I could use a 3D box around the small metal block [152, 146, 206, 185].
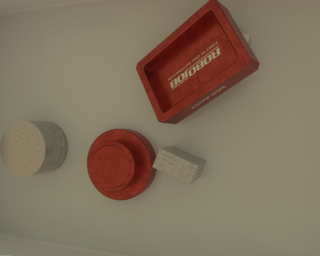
[{"bbox_3d":[0.026,0.045,0.388,0.050,0.050,0.025,24,98,18],"label":"small metal block"}]

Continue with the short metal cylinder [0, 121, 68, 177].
[{"bbox_3d":[-0.187,0.029,0.461,0.080,0.050,0.079,0,90,19],"label":"short metal cylinder"}]

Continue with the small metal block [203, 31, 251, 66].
[{"bbox_3d":[0.081,-0.089,0.382,0.050,0.025,0.050,12,94,19],"label":"small metal block"}]

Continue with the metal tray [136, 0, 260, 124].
[{"bbox_3d":[0.038,-0.074,0.368,0.130,0.030,0.090,-34,68,30],"label":"metal tray"}]

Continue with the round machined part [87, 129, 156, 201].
[{"bbox_3d":[-0.058,0.050,0.421,0.098,0.042,0.097,0,90,19],"label":"round machined part"}]
